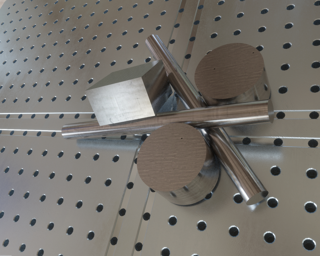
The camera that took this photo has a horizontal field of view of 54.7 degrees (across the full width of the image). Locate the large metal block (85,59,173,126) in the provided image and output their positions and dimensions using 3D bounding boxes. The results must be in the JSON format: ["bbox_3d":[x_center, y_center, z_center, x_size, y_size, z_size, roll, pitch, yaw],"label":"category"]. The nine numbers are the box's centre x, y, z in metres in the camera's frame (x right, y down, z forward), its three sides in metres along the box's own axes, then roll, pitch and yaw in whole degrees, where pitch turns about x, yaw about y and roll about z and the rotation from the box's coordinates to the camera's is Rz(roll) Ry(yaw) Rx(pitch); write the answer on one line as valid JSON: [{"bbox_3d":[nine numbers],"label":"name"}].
[{"bbox_3d":[-0.038,-0.048,0.414,0.080,0.050,0.080,-10,23,23],"label":"large metal block"}]

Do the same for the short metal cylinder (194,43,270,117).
[{"bbox_3d":[0.088,-0.055,0.376,0.080,0.050,0.080,-13,56,21],"label":"short metal cylinder"}]

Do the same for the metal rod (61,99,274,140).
[{"bbox_3d":[-0.014,-0.006,0.393,0.300,0.025,0.025,-5,59,32],"label":"metal rod"}]

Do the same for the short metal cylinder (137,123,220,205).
[{"bbox_3d":[0.021,0.041,0.351,0.080,0.050,0.080,-13,56,21],"label":"short metal cylinder"}]

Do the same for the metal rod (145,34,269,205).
[{"bbox_3d":[0.043,-0.034,0.402,0.025,0.025,0.300,-33,51,7],"label":"metal rod"}]
